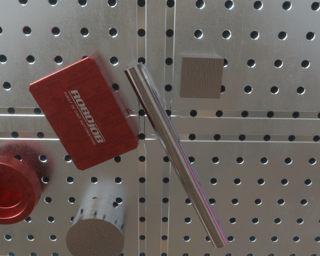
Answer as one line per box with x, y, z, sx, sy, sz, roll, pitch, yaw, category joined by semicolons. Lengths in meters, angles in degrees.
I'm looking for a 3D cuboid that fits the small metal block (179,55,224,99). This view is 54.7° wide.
0.051;-0.065;0.390;0.050;0.025;0.050;2;110;-1;small metal block

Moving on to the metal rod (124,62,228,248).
0.030;0.050;0.432;0.025;0.025;0.299;-24;109;8;metal rod

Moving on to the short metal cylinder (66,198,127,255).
-0.090;0.151;0.454;0.081;0.050;0.079;0;110;-1;short metal cylinder

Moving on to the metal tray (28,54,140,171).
-0.094;-0.018;0.403;0.090;0.030;0.129;-23;109;8;metal tray

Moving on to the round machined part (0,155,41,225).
-0.215;0.082;0.432;0.099;0.042;0.097;0;110;-1;round machined part
